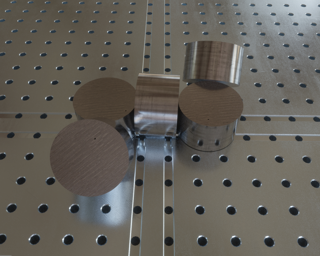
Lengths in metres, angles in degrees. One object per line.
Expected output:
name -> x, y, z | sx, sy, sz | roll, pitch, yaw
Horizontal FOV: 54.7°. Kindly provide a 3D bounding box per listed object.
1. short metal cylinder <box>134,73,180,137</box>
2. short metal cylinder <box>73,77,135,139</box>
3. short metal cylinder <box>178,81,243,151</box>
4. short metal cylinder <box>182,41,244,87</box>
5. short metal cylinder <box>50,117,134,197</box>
short metal cylinder -> -0.002, -0.029, 0.396 | 0.050, 0.080, 0.080 | 4, 50, 3
short metal cylinder -> -0.069, -0.021, 0.407 | 0.081, 0.050, 0.080 | 0, 50, 0
short metal cylinder -> 0.063, -0.016, 0.405 | 0.081, 0.050, 0.080 | 0, 50, 0
short metal cylinder -> 0.075, -0.088, 0.438 | 0.080, 0.080, 0.050 | 7, 92, 5
short metal cylinder -> -0.071, 0.029, 0.339 | 0.081, 0.050, 0.079 | 0, 94, 1
